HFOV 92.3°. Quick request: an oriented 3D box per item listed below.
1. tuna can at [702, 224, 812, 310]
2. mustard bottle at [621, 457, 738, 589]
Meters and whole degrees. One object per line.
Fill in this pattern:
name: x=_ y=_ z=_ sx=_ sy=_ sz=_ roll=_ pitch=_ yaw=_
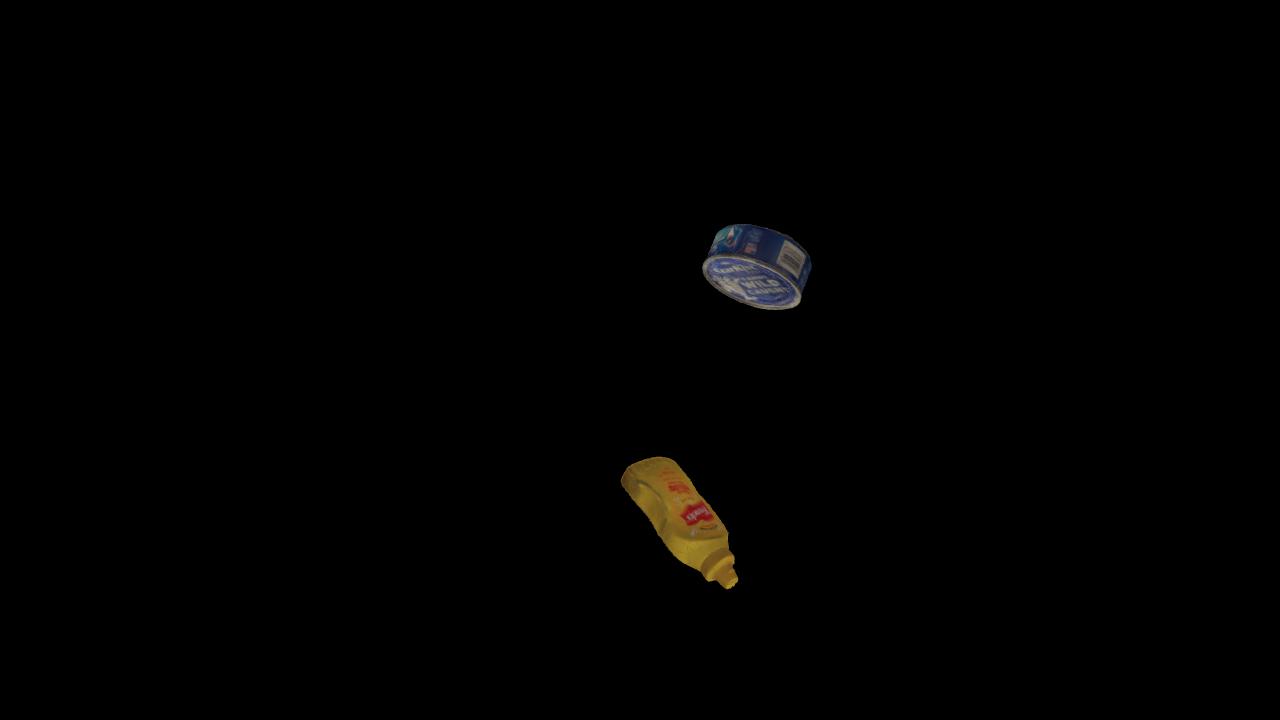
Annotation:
tuna can: x=0.095 y=-0.075 z=0.502 sx=0.084 sy=0.034 sz=0.084 roll=22 pitch=-13 yaw=5
mustard bottle: x=0.057 y=0.199 z=0.746 sx=0.092 sy=0.054 sz=0.184 roll=11 pitch=29 yaw=-45
